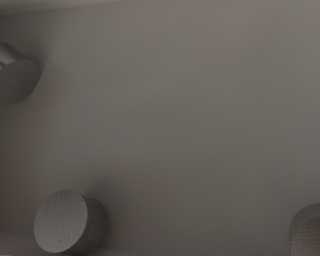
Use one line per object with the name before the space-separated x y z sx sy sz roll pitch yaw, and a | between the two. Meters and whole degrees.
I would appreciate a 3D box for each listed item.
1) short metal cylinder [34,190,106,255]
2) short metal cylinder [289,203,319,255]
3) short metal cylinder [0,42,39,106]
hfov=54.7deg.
short metal cylinder | -0.121 0.130 0.423 0.080 0.050 0.080 -9 62 17
short metal cylinder | 0.183 0.127 0.333 0.080 0.050 0.079 0 90 19
short metal cylinder | -0.230 -0.080 0.460 0.050 0.080 0.080 37 102 16
